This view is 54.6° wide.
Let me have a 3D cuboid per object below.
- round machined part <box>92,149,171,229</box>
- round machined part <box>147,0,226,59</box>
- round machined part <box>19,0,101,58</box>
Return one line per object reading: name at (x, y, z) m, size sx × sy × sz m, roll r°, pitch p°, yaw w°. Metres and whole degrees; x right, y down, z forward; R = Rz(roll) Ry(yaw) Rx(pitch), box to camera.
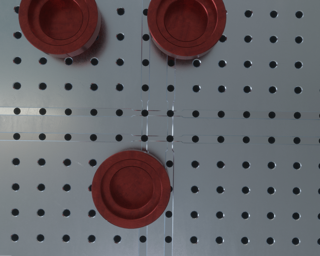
round machined part at (-0.036, 0.076, 0.405) m, size 0.099 × 0.042 × 0.097 m, roll 0°, pitch 90°, yaw 0°
round machined part at (0.033, -0.138, 0.405) m, size 0.099 × 0.042 × 0.097 m, roll 0°, pitch 90°, yaw 0°
round machined part at (-0.126, -0.140, 0.404) m, size 0.099 × 0.042 × 0.097 m, roll 0°, pitch 90°, yaw 0°
